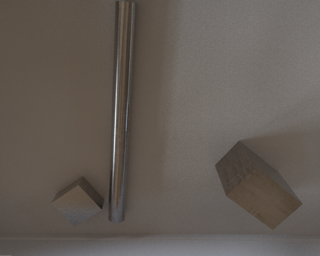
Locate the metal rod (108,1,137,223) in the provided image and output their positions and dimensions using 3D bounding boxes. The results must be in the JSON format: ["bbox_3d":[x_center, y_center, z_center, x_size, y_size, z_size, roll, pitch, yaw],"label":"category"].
[{"bbox_3d":[-0.051,-0.006,0.408,0.025,0.025,0.298,4,110,-2],"label":"metal rod"}]

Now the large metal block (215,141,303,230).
[{"bbox_3d":[0.126,0.073,0.411,0.080,0.080,0.050,37,106,-13],"label":"large metal block"}]

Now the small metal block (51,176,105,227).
[{"bbox_3d":[-0.118,0.107,0.449,0.050,0.025,0.050,-34,107,11],"label":"small metal block"}]
